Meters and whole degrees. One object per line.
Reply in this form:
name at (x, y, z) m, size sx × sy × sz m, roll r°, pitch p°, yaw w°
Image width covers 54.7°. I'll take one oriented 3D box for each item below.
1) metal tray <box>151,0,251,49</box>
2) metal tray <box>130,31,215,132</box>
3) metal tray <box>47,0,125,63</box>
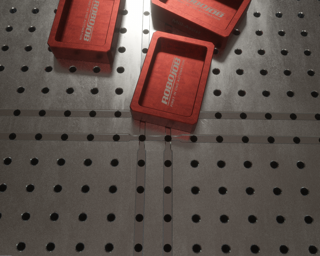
metal tray at (0.062, -0.189, 0.478) m, size 0.130 × 0.030 × 0.090 m, roll 29°, pitch 72°, yaw 9°
metal tray at (0.019, -0.067, 0.433) m, size 0.090 × 0.030 × 0.130 m, roll 14°, pitch 70°, yaw 4°
metal tray at (-0.107, -0.165, 0.468) m, size 0.091 × 0.030 × 0.130 m, roll 7°, pitch 70°, yaw 2°
